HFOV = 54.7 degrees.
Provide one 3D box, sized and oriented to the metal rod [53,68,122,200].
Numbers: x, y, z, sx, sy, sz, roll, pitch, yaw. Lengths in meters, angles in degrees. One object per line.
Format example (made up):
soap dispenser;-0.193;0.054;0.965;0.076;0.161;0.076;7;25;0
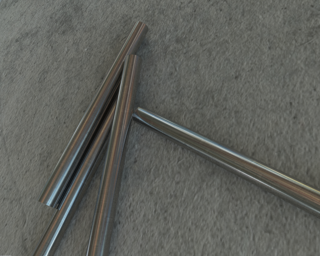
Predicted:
metal rod;-0.090;-0.031;0.467;0.025;0.025;0.300;9;66;32

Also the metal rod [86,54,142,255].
metal rod;-0.057;0.037;0.393;0.025;0.025;0.299;-4;64;26

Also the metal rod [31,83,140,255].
metal rod;-0.100;0.059;0.418;0.025;0.025;0.300;12;67;32

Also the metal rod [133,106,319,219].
metal rod;0.080;0.036;0.339;0.300;0.025;0.025;27;76;36

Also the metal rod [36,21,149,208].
metal rod;-0.087;-0.032;0.441;0.025;0.025;0.300;10;66;32
